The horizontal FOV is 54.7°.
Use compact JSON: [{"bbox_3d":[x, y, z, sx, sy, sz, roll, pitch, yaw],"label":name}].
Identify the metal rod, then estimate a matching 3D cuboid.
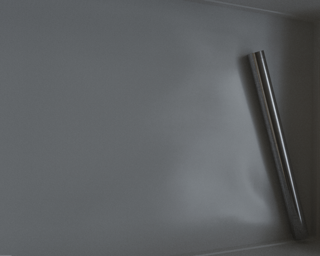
[{"bbox_3d":[0.184,0.030,0.480,0.025,0.025,0.298,-18,96,-19],"label":"metal rod"}]
